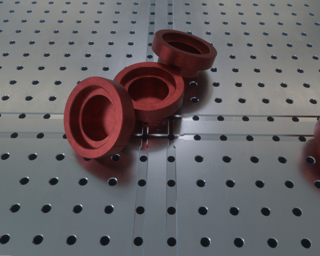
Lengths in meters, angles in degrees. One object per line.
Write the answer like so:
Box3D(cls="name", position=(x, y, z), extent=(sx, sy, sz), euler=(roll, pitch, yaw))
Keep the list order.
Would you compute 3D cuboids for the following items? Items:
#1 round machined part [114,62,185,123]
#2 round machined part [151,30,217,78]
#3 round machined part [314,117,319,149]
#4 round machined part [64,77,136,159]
Box3D(cls="round machined part", position=(-0.016, -0.046, 0.435), extent=(0.099, 0.042, 0.098), euler=(0, 50, 0))
Box3D(cls="round machined part", position=(0.034, -0.112, 0.477), extent=(0.099, 0.042, 0.098), euler=(13, 34, -9))
Box3D(cls="round machined part", position=(0.241, 0.017, 0.383), extent=(0.099, 0.042, 0.098), euler=(0, 50, 0))
Box3D(cls="round machined part", position=(-0.070, -0.012, 0.383), extent=(0.098, 0.098, 0.042), euler=(40, 18, 28))
